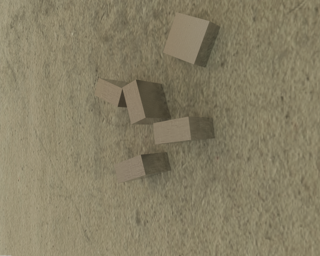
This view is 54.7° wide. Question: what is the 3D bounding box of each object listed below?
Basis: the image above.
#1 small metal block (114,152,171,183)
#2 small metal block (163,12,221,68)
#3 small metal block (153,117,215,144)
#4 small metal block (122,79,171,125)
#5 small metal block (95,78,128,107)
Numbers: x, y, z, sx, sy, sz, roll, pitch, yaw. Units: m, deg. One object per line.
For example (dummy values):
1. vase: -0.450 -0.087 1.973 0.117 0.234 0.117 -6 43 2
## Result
1. small metal block: -0.022 0.052 0.405 0.050 0.050 0.025 -23 76 37
2. small metal block: 0.037 -0.106 0.373 0.050 0.025 0.050 30 109 35
3. small metal block: 0.029 0.003 0.364 0.050 0.050 0.025 -10 84 39
4. small metal block: -0.017 -0.032 0.400 0.025 0.050 0.050 -24 75 37
5. small metal block: -0.053 -0.048 0.430 0.050 0.050 0.025 27 107 36
